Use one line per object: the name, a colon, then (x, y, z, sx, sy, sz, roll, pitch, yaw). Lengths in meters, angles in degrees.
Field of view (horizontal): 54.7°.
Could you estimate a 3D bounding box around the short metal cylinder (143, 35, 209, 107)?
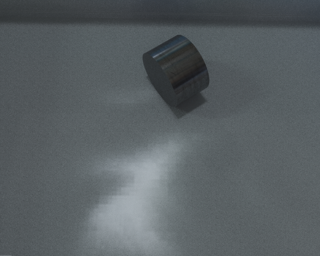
short metal cylinder: (0.020, -0.074, 0.408, 0.050, 0.080, 0.080, -32, 74, -11)
